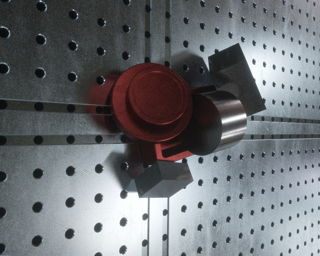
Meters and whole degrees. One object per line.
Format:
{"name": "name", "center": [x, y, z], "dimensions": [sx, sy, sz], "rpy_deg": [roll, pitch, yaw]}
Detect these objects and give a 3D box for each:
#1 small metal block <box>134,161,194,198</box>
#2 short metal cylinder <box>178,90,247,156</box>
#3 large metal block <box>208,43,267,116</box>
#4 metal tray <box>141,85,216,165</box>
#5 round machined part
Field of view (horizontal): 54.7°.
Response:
{"name": "small metal block", "center": [0.005, 0.066, 0.390], "dimensions": [0.050, 0.050, 0.025], "rpy_deg": [10, 50, -39]}
{"name": "short metal cylinder", "center": [0.065, -0.008, 0.407], "dimensions": [0.050, 0.080, 0.079], "rpy_deg": [-12, 98, -40]}
{"name": "large metal block", "center": [0.111, -0.068, 0.456], "dimensions": [0.080, 0.050, 0.080], "rpy_deg": [59, 20, -24]}
{"name": "metal tray", "center": [0.031, -0.007, 0.429], "dimensions": [0.131, 0.030, 0.089], "rpy_deg": [-15, 100, -39]}
{"name": "round machined part", "center": [-0.007, -0.032, 0.363], "dimensions": [0.099, 0.042, 0.098], "rpy_deg": [4, 75, -15]}
